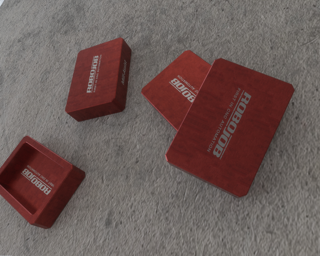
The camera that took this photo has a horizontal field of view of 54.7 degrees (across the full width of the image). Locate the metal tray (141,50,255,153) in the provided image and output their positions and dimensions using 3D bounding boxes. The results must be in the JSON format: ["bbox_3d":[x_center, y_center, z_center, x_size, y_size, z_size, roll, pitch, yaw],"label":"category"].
[{"bbox_3d":[0.045,-0.037,0.400,0.090,0.030,0.130,-42,51,-1],"label":"metal tray"}]

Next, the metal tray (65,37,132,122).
[{"bbox_3d":[-0.097,-0.079,0.501,0.090,0.030,0.130,-11,57,22],"label":"metal tray"}]

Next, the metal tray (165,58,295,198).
[{"bbox_3d":[0.075,-0.002,0.336,0.090,0.030,0.130,25,80,16],"label":"metal tray"}]

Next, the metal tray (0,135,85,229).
[{"bbox_3d":[-0.180,0.074,0.449,0.130,0.030,0.090,23,74,36],"label":"metal tray"}]
